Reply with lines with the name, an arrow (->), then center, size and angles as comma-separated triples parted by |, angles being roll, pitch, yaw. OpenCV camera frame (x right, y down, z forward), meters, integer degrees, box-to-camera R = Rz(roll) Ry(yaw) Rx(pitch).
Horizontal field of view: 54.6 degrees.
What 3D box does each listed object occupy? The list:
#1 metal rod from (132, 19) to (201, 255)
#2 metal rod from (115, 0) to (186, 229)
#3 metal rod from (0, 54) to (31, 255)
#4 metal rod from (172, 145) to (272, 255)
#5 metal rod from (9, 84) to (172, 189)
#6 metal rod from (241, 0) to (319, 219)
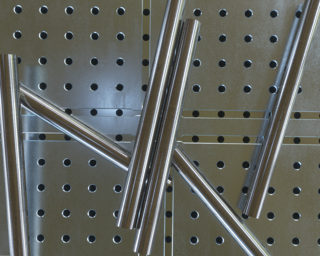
metal rod -> 0.010, 0.005, 0.395 | 0.025, 0.025, 0.299 | 13, 83, 0
metal rod -> -0.010, -0.025, 0.396 | 0.025, 0.025, 0.299 | 13, 83, 0
metal rod -> -0.186, 0.059, 0.397 | 0.025, 0.025, 0.298 | -1, 96, 0
metal rod -> 0.112, 0.145, 0.414 | 0.025, 0.025, 0.300 | -40, 90, 0
metal rod -> -0.118, -0.002, 0.412 | 0.301, 0.025, 0.025 | 32, 90, 0
metal rod -> 0.164, -0.027, 0.414 | 0.025, 0.025, 0.299 | 17, 90, 0
